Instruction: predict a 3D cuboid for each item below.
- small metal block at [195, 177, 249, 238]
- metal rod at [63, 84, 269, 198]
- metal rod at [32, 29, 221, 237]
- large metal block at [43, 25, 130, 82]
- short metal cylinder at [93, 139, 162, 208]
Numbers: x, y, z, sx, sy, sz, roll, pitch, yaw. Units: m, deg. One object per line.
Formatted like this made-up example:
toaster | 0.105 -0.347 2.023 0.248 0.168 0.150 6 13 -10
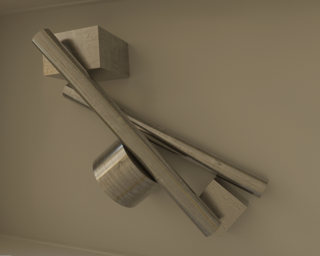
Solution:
small metal block | 0.073 0.096 0.383 0.050 0.025 0.050 40 102 15
metal rod | -0.005 0.008 0.410 0.301 0.025 0.025 26 99 17
metal rod | -0.038 0.005 0.360 0.025 0.025 0.300 -42 90 15
large metal block | -0.096 -0.093 0.413 0.080 0.080 0.050 -4 89 19
short metal cylinder | -0.037 0.052 0.391 0.050 0.080 0.080 -42 77 15
